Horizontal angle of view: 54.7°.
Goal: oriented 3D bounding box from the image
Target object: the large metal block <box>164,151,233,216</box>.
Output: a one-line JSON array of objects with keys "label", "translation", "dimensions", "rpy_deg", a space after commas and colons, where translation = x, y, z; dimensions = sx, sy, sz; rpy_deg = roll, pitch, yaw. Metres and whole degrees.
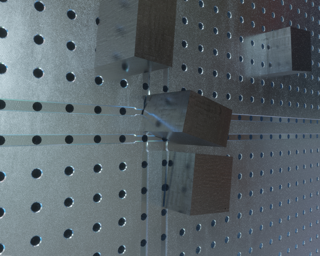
[{"label": "large metal block", "translation": [0.057, 0.077, 0.443], "dimensions": [0.081, 0.050, 0.080], "rpy_deg": [9, 85, -40]}]

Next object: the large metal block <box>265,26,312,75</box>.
[{"label": "large metal block", "translation": [0.254, -0.149, 0.609], "dimensions": [0.081, 0.050, 0.079], "rpy_deg": [-7, 94, -40]}]

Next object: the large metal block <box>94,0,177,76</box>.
[{"label": "large metal block", "translation": [-0.029, -0.108, 0.350], "dimensions": [0.050, 0.080, 0.080], "rpy_deg": [7, 86, -40]}]

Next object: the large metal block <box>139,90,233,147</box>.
[{"label": "large metal block", "translation": [0.034, -0.010, 0.404], "dimensions": [0.080, 0.080, 0.050], "rpy_deg": [19, 78, -39]}]
